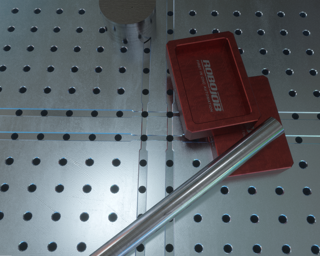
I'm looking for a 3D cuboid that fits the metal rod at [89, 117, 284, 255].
[{"bbox_3d":[0.019,0.086,0.358,0.301,0.025,0.025,-37,74,-4],"label":"metal rod"}]

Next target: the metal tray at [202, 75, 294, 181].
[{"bbox_3d":[0.111,-0.002,0.410,0.091,0.030,0.130,-8,70,-3],"label":"metal tray"}]

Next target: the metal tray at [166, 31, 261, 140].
[{"bbox_3d":[0.064,-0.057,0.397,0.091,0.030,0.130,-11,70,-4],"label":"metal tray"}]

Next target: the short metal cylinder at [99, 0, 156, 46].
[{"bbox_3d":[-0.046,-0.171,0.460,0.081,0.050,0.080,0,70,0],"label":"short metal cylinder"}]
